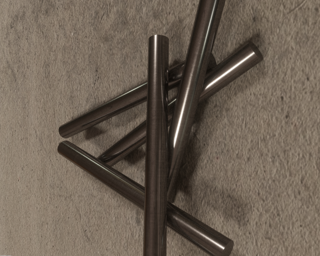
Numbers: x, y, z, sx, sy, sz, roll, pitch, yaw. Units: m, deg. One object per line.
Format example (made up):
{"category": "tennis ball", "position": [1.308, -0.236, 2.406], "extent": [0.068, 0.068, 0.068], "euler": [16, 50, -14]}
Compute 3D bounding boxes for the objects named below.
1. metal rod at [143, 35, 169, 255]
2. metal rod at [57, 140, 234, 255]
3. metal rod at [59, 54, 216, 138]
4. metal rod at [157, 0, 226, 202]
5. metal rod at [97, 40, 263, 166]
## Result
{"category": "metal rod", "position": [-0.004, 0.038, 0.350], "extent": [0.025, 0.025, 0.299], "euler": [-8, 75, 39]}
{"category": "metal rod", "position": [-0.042, 0.078, 0.402], "extent": [0.300, 0.025, 0.025], "euler": [23, 104, 37]}
{"category": "metal rod", "position": [-0.053, -0.036, 0.446], "extent": [0.299, 0.025, 0.025], "euler": [-21, 77, 37]}
{"category": "metal rod", "position": [0.032, -0.035, 0.344], "extent": [0.025, 0.025, 0.298], "euler": [30, 119, 35]}
{"category": "metal rod", "position": [-0.001, -0.008, 0.404], "extent": [0.299, 0.025, 0.025], "euler": [-36, 68, 34]}
